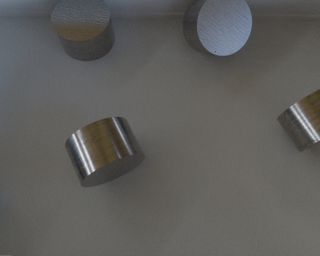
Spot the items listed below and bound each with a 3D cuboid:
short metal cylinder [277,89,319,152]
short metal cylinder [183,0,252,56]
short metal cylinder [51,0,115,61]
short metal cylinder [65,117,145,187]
[{"bbox_3d":[0.196,-0.011,0.386,0.080,0.080,0.050,-26,72,-9],"label":"short metal cylinder"},{"bbox_3d":[0.078,-0.142,0.427,0.081,0.050,0.079,-6,109,-17],"label":"short metal cylinder"},{"bbox_3d":[-0.109,-0.145,0.448,0.081,0.050,0.080,0,70,0],"label":"short metal cylinder"},{"bbox_3d":[-0.065,0.029,0.369,0.080,0.080,0.050,-25,72,-9],"label":"short metal cylinder"}]
